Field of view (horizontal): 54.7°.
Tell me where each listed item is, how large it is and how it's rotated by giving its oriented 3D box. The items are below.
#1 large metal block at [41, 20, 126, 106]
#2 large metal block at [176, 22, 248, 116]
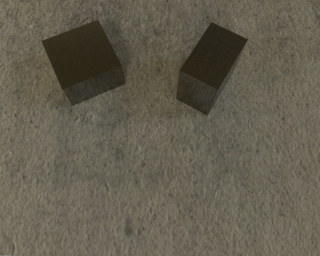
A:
[{"bbox_3d":[-0.103,-0.089,0.426,0.080,0.050,0.080,-24,72,-9],"label":"large metal block"},{"bbox_3d":[0.065,-0.074,0.407,0.050,0.080,0.080,29,73,10],"label":"large metal block"}]
